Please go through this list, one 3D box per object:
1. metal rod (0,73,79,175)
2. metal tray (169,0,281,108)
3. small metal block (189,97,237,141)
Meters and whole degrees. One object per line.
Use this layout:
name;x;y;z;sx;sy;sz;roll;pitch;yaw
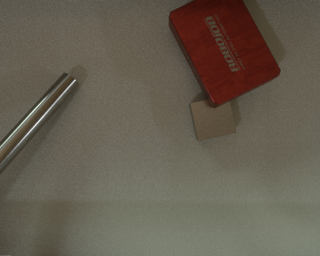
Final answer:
metal rod;-0.201;0.051;0.362;0.025;0.025;0.300;36;71;0
metal tray;0.078;-0.102;0.390;0.090;0.030;0.130;-26;85;-1
small metal block;0.069;-0.013;0.412;0.050;0.025;0.050;-12;90;-1
